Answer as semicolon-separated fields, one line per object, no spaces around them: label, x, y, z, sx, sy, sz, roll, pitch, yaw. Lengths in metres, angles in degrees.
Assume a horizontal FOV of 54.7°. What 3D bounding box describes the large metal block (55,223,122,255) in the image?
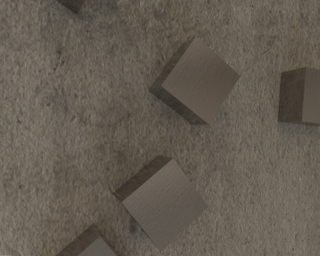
large metal block;-0.083;0.176;0.366;0.080;0.050;0.080;-39;103;-16

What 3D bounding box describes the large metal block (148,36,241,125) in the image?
large metal block;0.045;-0.060;0.414;0.080;0.050;0.080;37;78;-17

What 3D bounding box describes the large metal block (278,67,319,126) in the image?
large metal block;0.237;-0.046;0.486;0.081;0.050;0.080;6;88;-20

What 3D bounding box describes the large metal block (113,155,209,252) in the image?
large metal block;0.000;0.092;0.397;0.080;0.050;0.080;-39;103;-16

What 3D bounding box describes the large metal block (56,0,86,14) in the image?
large metal block;-0.092;-0.188;0.346;0.050;0.080;0.080;31;80;-18
